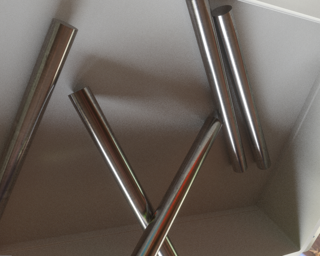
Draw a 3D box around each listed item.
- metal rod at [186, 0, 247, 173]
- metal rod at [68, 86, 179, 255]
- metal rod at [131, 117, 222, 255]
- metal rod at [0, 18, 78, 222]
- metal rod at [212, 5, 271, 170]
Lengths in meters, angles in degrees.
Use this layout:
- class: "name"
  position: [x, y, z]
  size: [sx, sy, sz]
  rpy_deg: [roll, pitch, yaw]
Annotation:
- class: "metal rod"
  position: [0.088, -0.040, 0.434]
  size: [0.025, 0.025, 0.299]
  rpy_deg: [-31, 129, -9]
- class: "metal rod"
  position: [-0.026, 0.089, 0.375]
  size: [0.025, 0.025, 0.299]
  rpy_deg: [-29, 105, -11]
- class: "metal rod"
  position: [0.010, 0.098, 0.371]
  size: [0.301, 0.025, 0.025]
  rpy_deg: [-57, 138, -33]
- class: "metal rod"
  position: [-0.158, 0.026, 0.338]
  size: [0.025, 0.025, 0.298]
  rpy_deg: [17, 110, -35]
- class: "metal rod"
  position: [0.129, -0.037, 0.458]
  size: [0.025, 0.025, 0.299]
  rpy_deg: [-34, 129, -6]
